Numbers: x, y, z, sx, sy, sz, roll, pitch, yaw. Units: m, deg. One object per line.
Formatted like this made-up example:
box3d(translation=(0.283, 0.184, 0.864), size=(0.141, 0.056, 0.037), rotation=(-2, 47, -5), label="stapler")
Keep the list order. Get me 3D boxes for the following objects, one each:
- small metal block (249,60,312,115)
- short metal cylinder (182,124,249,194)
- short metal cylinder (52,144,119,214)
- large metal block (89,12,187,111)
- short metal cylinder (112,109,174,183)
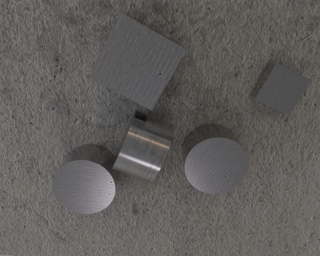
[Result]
box3d(translation=(0.151, -0.051, 0.392), size=(0.050, 0.025, 0.050), rotation=(23, 108, -9), label="small metal block")
box3d(translation=(0.071, 0.040, 0.412), size=(0.081, 0.050, 0.079), rotation=(0, 110, 0), label="short metal cylinder")
box3d(translation=(-0.098, 0.068, 0.421), size=(0.081, 0.050, 0.079), rotation=(0, 110, 0), label="short metal cylinder")
box3d(translation=(-0.025, -0.080, 0.367), size=(0.080, 0.050, 0.080), rotation=(27, 108, -10), label="large metal block")
box3d(translation=(-0.022, 0.023, 0.389), size=(0.050, 0.080, 0.079), rotation=(22, 109, -8), label="short metal cylinder")
